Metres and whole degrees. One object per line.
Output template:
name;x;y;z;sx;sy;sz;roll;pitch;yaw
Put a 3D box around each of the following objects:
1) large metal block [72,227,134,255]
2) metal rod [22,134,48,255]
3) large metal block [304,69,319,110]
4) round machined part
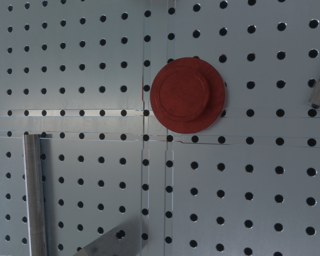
large metal block;-0.094;0.188;0.416;0.080;0.080;0.050;-40;78;16
metal rod;-0.190;0.159;0.479;0.025;0.025;0.298;-5;88;20
large metal block;0.210;-0.049;0.325;0.080;0.050;0.080;24;98;18
round machined part;0.033;-0.041;0.392;0.098;0.042;0.097;0;90;20
